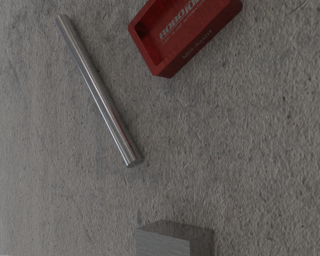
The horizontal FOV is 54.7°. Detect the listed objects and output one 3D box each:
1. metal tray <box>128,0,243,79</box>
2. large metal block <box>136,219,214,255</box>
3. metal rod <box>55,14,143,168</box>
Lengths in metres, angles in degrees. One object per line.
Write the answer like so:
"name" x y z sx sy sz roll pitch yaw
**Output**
"metal tray" 0.024 -0.135 0.381 0.129 0.030 0.090 -41 65 32
"large metal block" 0.018 0.162 0.374 0.080 0.050 0.080 -3 88 40
"metal rod" -0.103 -0.071 0.490 0.025 0.025 0.299 -44 64 31
